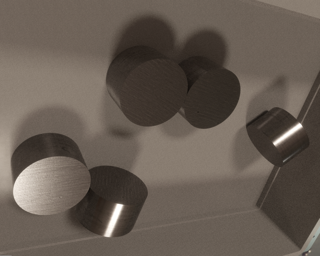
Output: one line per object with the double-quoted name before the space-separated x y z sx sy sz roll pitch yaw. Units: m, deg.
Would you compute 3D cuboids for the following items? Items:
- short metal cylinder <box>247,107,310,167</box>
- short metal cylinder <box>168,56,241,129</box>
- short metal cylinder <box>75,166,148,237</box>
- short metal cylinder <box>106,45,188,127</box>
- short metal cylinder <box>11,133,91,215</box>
"short metal cylinder" 0.183 0.014 0.485 0.050 0.080 0.080 -36 129 -5
"short metal cylinder" 0.054 -0.046 0.396 0.081 0.050 0.079 -14 125 -21
"short metal cylinder" -0.062 0.092 0.397 0.081 0.080 0.050 9 114 -33
"short metal cylinder" -0.016 -0.048 0.355 0.081 0.050 0.079 -14 125 -21
"short metal cylinder" -0.126 0.052 0.357 0.081 0.050 0.079 -14 125 -21
